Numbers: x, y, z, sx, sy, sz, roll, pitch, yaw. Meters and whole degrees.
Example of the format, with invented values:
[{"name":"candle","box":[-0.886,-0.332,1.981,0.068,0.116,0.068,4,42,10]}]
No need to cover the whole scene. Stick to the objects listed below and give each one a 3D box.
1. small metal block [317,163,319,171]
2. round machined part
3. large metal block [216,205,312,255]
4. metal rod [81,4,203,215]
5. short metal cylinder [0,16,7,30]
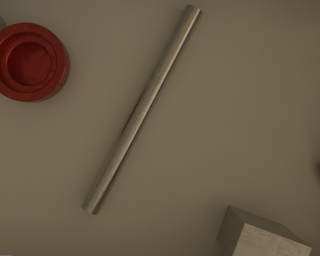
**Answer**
[{"name":"small metal block","box":[0.242,0.062,0.399,0.025,0.050,0.050,-24,91,-32]},{"name":"round machined part","box":[-0.165,-0.081,0.401,0.099,0.042,0.097,0,90,-1]},{"name":"large metal block","box":[0.123,0.143,0.386,0.080,0.080,0.050,21,90,0]},{"name":"metal rod","box":[-0.024,-0.024,0.411,0.025,0.025,0.299,28,90,-1]},{"name":"short metal cylinder","box":[-0.246,-0.125,0.396,0.081,0.050,0.079,0,90,-1]}]
